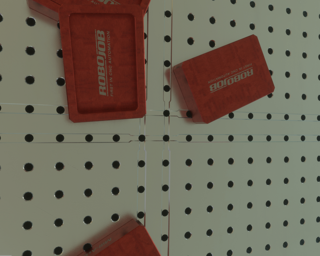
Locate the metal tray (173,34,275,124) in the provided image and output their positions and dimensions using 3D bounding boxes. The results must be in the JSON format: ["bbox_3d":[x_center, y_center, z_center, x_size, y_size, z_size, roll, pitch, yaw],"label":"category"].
[{"bbox_3d":[0.095,-0.071,0.446,0.131,0.030,0.090,-25,99,-19],"label":"metal tray"}]

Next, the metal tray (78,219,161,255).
[{"bbox_3d":[-0.060,0.189,0.389,0.131,0.030,0.090,-30,100,-18],"label":"metal tray"}]

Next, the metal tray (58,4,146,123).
[{"bbox_3d":[-0.065,-0.075,0.363,0.091,0.030,0.129,-5,107,-13],"label":"metal tray"}]

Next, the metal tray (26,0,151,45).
[{"bbox_3d":[-0.082,-0.163,0.379,0.131,0.030,0.090,23,82,-19],"label":"metal tray"}]
